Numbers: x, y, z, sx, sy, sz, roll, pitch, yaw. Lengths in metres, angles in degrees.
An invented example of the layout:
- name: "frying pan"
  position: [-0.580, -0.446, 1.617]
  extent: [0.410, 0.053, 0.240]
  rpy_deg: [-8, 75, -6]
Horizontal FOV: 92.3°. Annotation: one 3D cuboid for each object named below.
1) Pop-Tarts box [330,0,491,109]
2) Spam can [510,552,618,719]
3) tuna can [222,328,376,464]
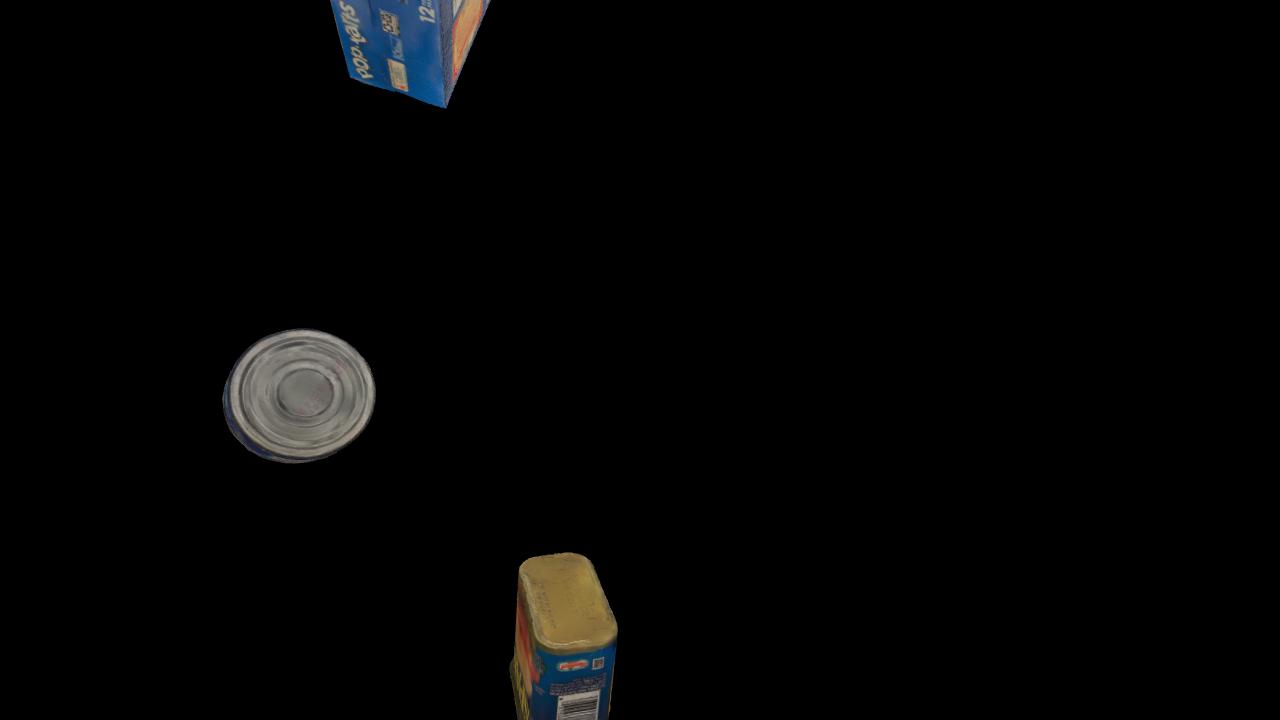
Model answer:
- name: "Pop-Tarts box"
  position: [-0.163, -0.304, 0.450]
  extent: [0.083, 0.141, 0.167]
  rpy_deg: [17, -20, -10]
- name: "Spam can"
  position: [-0.052, 0.192, 0.409]
  extent: [0.058, 0.085, 0.101]
  rpy_deg: [1, 16, -20]
- name: "tuna can"
  position: [-0.216, 0.023, 0.393]
  extent: [0.084, 0.084, 0.034]
  rpy_deg: [0, -11, -36]
